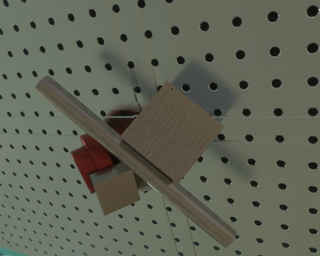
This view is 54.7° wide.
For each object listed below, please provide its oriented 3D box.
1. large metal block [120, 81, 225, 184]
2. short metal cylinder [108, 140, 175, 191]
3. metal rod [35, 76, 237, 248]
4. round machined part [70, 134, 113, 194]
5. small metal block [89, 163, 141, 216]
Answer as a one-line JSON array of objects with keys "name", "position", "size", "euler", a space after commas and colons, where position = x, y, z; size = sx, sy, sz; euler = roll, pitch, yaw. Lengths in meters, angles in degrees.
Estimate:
[{"name": "large metal block", "position": [0.013, 0.006, 0.359], "size": [0.080, 0.050, 0.080], "euler": [39, 86, 1]}, {"name": "short metal cylinder", "position": [-0.025, 0.040, 0.428], "size": [0.080, 0.050, 0.079], "euler": [13, 124, 21]}, {"name": "metal rod", "position": [-0.030, 0.041, 0.382], "size": [0.300, 0.025, 0.025], "euler": [40, 129, 1]}, {"name": "round machined part", "position": [-0.095, 0.056, 0.447], "size": [0.098, 0.042, 0.098], "euler": [54, 160, 30]}, {"name": "small metal block", "position": [-0.058, 0.077, 0.401], "size": [0.025, 0.050, 0.050], "euler": [40, 146, 57]}]
